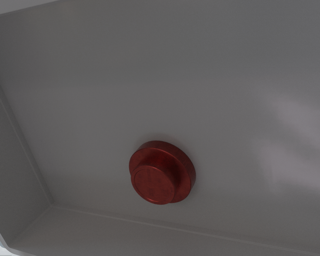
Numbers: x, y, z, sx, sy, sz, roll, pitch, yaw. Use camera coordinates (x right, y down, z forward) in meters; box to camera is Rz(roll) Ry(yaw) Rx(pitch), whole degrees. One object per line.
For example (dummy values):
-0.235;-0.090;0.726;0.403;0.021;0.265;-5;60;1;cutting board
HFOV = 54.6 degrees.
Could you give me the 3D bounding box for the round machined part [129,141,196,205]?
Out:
-0.002;0.070;0.443;0.098;0.042;0.097;13;124;21;round machined part
